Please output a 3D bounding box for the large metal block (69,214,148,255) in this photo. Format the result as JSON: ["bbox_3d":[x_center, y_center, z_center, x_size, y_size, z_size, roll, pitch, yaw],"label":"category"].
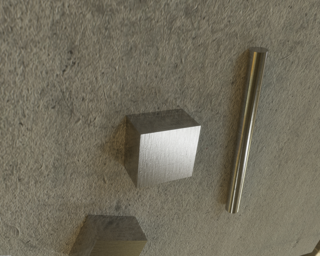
[{"bbox_3d":[-0.078,0.178,0.458,0.081,0.050,0.080,14,111,-34],"label":"large metal block"}]

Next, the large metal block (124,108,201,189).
[{"bbox_3d":[0.000,0.025,0.406,0.081,0.050,0.079,-8,122,-24],"label":"large metal block"}]

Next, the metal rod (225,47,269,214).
[{"bbox_3d":[0.132,0.022,0.492,0.025,0.025,0.298,-14,124,-21],"label":"metal rod"}]
